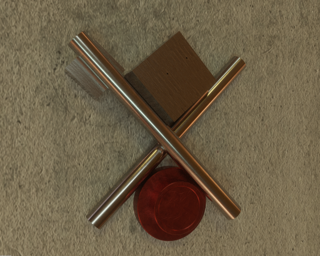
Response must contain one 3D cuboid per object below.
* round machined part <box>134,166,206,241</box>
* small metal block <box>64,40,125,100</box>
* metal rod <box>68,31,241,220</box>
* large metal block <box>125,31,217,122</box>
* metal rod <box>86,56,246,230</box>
[{"bbox_3d":[0.018,0.101,0.409,0.099,0.042,0.097,0,90,-21],"label":"round machined part"},{"bbox_3d":[-0.081,-0.071,0.382,0.050,0.025,0.050,45,76,-15],"label":"small metal block"},{"bbox_3d":[0.003,0.007,0.385,0.025,0.025,0.300,-46,105,-14],"label":"metal rod"},{"bbox_3d":[0.012,-0.064,0.403,0.080,0.050,0.080,-44,104,-15],"label":"large metal block"},{"bbox_3d":[0.017,0.010,0.419,0.025,0.025,0.301,47,75,-15],"label":"metal rod"}]
